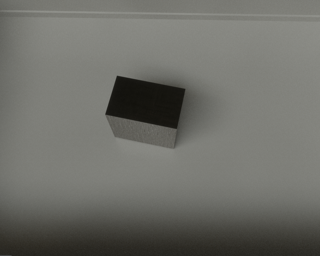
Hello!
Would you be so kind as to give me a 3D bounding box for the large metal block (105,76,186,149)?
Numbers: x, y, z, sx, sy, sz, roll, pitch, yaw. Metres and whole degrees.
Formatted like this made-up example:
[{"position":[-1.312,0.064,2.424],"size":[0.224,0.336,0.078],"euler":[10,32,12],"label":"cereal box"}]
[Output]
[{"position":[-0.016,-0.016,0.384],"size":[0.080,0.080,0.050],"euler":[12,71,4],"label":"large metal block"}]
